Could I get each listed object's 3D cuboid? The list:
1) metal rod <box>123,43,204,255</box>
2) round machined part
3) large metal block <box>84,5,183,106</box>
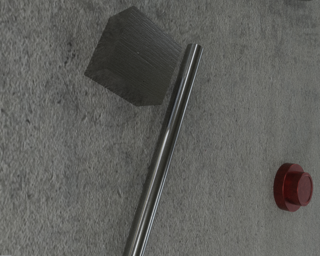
[{"bbox_3d":[0.008,0.023,0.413,0.025,0.025,0.299,28,73,-37],"label":"metal rod"},{"bbox_3d":[0.276,0.122,0.629,0.099,0.042,0.097,0,90,-40],"label":"round machined part"},{"bbox_3d":[-0.029,-0.080,0.366,0.080,0.050,0.080,31,71,-36],"label":"large metal block"}]
